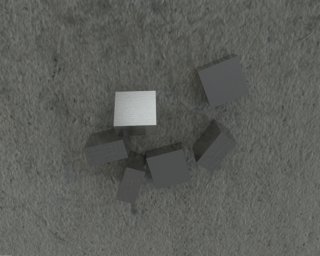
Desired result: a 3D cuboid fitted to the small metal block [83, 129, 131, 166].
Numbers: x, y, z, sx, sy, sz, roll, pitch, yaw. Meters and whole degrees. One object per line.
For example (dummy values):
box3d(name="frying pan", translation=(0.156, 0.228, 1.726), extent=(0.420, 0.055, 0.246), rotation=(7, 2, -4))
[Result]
box3d(name="small metal block", translation=(-0.067, 0.022, 0.404), extent=(0.050, 0.050, 0.025), rotation=(-13, 110, 4))

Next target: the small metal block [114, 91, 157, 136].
box3d(name="small metal block", translation=(-0.030, -0.018, 0.387), extent=(0.050, 0.050, 0.025), rotation=(-2, 150, 0))

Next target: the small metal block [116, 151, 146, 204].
box3d(name="small metal block", translation=(-0.038, 0.066, 0.420), extent=(0.025, 0.050, 0.050), rotation=(17, 109, -6))

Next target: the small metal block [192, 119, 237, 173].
box3d(name="small metal block", translation=(0.070, 0.022, 0.406), extent=(0.025, 0.050, 0.050), rotation=(33, 107, -12))

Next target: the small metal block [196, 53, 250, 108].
box3d(name="small metal block", translation=(0.078, -0.059, 0.389), extent=(0.050, 0.025, 0.050), rotation=(-21, 109, 7))

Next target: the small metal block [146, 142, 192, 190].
box3d(name="small metal block", translation=(0.012, 0.052, 0.429), extent=(0.050, 0.025, 0.050), rotation=(-15, 110, 5))
